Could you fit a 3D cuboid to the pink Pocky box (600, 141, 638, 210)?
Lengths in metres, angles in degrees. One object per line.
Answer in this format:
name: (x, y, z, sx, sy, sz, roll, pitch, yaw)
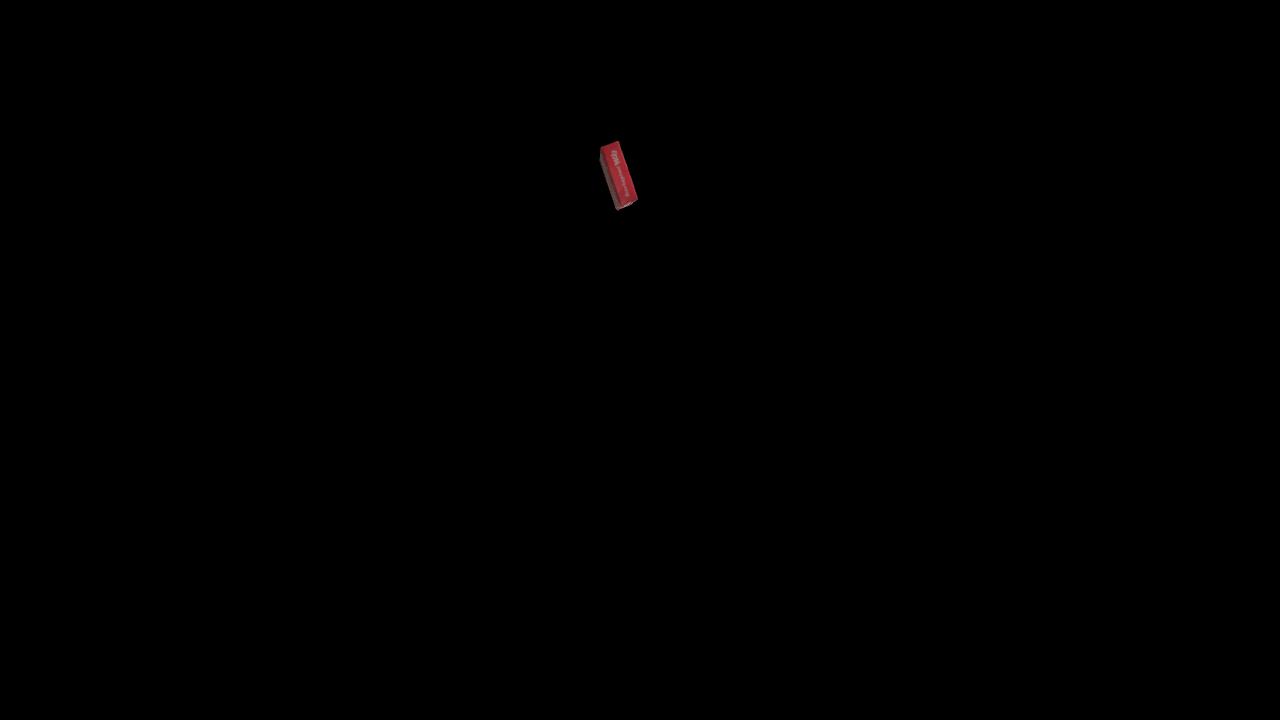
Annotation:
pink Pocky box: (-0.034, -0.270, 0.914, 0.029, 0.084, 0.155, -20, 12, 0)
